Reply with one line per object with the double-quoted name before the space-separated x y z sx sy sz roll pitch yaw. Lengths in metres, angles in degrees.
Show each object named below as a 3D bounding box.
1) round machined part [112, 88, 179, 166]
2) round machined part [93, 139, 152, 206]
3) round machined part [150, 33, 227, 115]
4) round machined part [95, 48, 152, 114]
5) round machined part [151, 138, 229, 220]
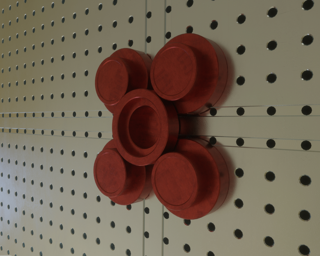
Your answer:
"round machined part" -0.014 -0.001 0.406 0.098 0.042 0.097 0 90 39
"round machined part" -0.058 0.062 0.444 0.098 0.042 0.097 0 90 39
"round machined part" 0.027 -0.065 0.374 0.098 0.042 0.097 0 90 39
"round machined part" -0.055 -0.065 0.440 0.098 0.042 0.097 0 90 39
"round machined part" 0.028 0.061 0.372 0.098 0.042 0.097 0 90 39
